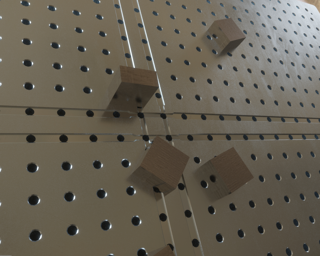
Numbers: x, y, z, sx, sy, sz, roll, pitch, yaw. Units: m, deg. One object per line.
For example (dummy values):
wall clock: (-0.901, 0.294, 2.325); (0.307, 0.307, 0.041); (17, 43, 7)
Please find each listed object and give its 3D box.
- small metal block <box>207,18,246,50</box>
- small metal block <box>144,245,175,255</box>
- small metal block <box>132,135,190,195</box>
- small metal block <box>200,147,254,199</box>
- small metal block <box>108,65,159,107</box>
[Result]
small metal block: (0.127, -0.179, 0.589); (0.050, 0.025, 0.050); (-24, 75, -37)
small metal block: (-0.014, 0.142, 0.299); (0.050, 0.050, 0.025); (-22, 74, -36)
small metal block: (0.002, 0.046, 0.383); (0.050, 0.025, 0.050); (34, 51, -6)
small metal block: (0.092, 0.060, 0.423); (0.050, 0.025, 0.050); (-22, 74, -36)
small metal block: (-0.036, -0.053, 0.407); (0.050, 0.050, 0.025); (4, 60, -27)
